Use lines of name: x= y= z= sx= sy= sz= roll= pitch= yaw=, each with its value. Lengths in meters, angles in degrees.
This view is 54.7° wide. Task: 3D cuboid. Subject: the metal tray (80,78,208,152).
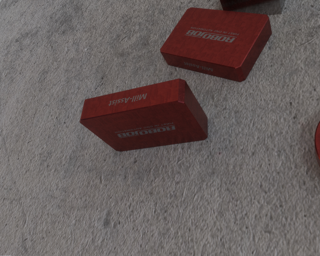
metal tray: x=-0.017 y=-0.010 z=0.375 sx=0.130 sy=0.090 sz=0.030 roll=-9 pitch=58 yaw=23

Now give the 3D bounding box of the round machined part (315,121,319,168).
round machined part: x=0.194 y=0.020 z=0.279 sx=0.098 sy=0.042 sz=0.098 roll=-13 pitch=56 yaw=20

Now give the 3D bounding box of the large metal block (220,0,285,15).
large metal block: x=0.137 y=-0.208 z=0.443 sx=0.080 sy=0.050 sz=0.080 roll=7 pitch=65 yaw=31

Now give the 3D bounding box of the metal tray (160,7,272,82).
metal tray: x=0.076 y=-0.121 z=0.434 sx=0.130 sy=0.030 sz=0.090 roll=22 pitch=73 yaw=35
